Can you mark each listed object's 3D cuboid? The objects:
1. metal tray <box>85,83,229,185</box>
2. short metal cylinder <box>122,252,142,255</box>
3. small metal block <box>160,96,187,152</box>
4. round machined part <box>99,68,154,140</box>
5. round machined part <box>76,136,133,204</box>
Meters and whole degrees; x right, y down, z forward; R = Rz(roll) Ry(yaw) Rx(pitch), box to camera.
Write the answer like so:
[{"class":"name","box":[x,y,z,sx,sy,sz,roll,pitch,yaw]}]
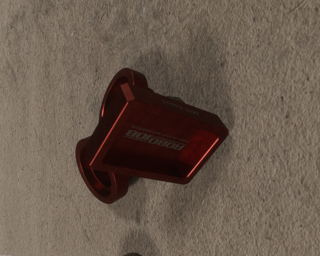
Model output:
[{"class":"metal tray","box":[-0.001,0.013,0.334,0.089,0.131,0.030,-56,38,25]},{"class":"short metal cylinder","box":[-0.048,0.220,0.426,0.080,0.050,0.079,0,90,39]},{"class":"small metal block","box":[0.019,-0.004,0.388,0.050,0.025,0.050,49,119,29]},{"class":"round machined part","box":[-0.041,-0.027,0.411,0.098,0.042,0.098,-32,50,48]},{"class":"round machined part","box":[-0.075,0.054,0.440,0.098,0.042,0.097,25,127,39]}]
